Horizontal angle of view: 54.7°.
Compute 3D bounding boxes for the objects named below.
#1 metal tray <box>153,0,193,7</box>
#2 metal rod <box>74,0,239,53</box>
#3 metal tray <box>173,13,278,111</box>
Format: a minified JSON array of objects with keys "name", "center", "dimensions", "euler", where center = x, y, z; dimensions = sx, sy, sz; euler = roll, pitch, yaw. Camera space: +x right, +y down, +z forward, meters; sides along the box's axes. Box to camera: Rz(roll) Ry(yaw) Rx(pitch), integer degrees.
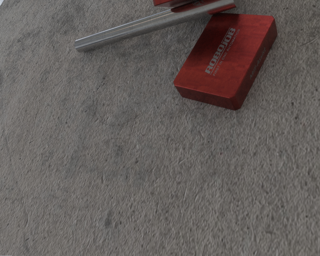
[{"name":"metal tray","center":[0.053,-0.200,0.442],"dimensions":[0.090,0.030,0.131],"euler":[-6,16,26]},{"name":"metal rod","center":[-0.024,-0.163,0.494],"dimensions":[0.300,0.025,0.025],"euler":[-5,59,33]},{"name":"metal tray","center":[0.087,-0.093,0.412],"dimensions":[0.090,0.030,0.130],"euler":[19,71,35]}]
